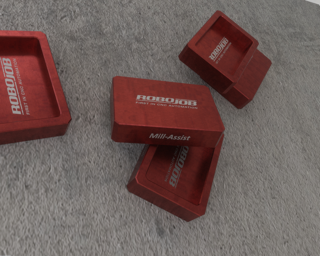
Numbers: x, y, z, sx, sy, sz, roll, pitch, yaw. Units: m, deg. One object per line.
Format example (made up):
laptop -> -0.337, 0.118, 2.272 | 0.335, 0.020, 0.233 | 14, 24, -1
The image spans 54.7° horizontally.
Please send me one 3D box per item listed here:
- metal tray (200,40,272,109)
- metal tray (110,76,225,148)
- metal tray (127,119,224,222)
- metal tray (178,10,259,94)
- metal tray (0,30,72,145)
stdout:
metal tray -> 0.134, -0.103, 0.535 | 0.090, 0.030, 0.131 | 40, 51, -1
metal tray -> 0.006, -0.021, 0.386 | 0.131, 0.030, 0.090 | 4, 43, -15
metal tray -> 0.025, 0.038, 0.389 | 0.090, 0.030, 0.130 | 30, 52, -9
metal tray -> 0.096, -0.123, 0.487 | 0.090, 0.030, 0.130 | 38, 51, -2
metal tray -> -0.161, -0.049, 0.343 | 0.091, 0.030, 0.130 | -9, 67, -32
